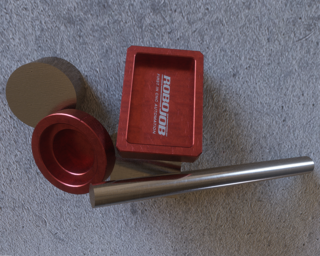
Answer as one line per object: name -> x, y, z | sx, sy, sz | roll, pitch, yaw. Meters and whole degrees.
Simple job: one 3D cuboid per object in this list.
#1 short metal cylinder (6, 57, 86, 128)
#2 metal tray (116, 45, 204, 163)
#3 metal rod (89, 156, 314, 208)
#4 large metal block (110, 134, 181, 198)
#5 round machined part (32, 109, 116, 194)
short metal cylinder -> -0.137, -0.044, 0.380 | 0.081, 0.050, 0.079 | 0, 110, -1
metal tray -> 0.002, -0.029, 0.357 | 0.091, 0.030, 0.130 | 4, 70, -2
metal rod -> 0.069, 0.059, 0.371 | 0.303, 0.025, 0.025 | -3, 112, -25
large metal block -> -0.018, 0.044, 0.397 | 0.081, 0.080, 0.050 | 4, 110, -2
round machined part -> -0.096, 0.024, 0.362 | 0.098, 0.042, 0.097 | 6, 110, 18
